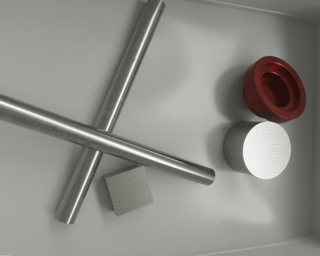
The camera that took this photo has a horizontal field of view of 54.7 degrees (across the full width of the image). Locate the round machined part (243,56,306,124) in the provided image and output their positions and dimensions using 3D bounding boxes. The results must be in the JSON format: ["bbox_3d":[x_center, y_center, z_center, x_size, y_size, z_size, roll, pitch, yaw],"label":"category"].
[{"bbox_3d":[0.161,-0.052,0.452,0.099,0.042,0.098,10,67,-24],"label":"round machined part"}]

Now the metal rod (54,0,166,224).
[{"bbox_3d":[-0.059,-0.028,0.389,0.025,0.025,0.299,24,82,-19],"label":"metal rod"}]

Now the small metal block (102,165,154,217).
[{"bbox_3d":[-0.041,0.078,0.396,0.050,0.025,0.050,-17,96,-20],"label":"small metal block"}]

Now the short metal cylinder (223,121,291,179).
[{"bbox_3d":[0.140,0.030,0.450,0.081,0.050,0.079,-1,92,-20],"label":"short metal cylinder"}]

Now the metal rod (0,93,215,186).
[{"bbox_3d":[-0.053,0.020,0.366,0.302,0.025,0.025,22,83,-29],"label":"metal rod"}]
